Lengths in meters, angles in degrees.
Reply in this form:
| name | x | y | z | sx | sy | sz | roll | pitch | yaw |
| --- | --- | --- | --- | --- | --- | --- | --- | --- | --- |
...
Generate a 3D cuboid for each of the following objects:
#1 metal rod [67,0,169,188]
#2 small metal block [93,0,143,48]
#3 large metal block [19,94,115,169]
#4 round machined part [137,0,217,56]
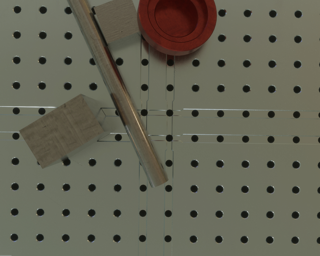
| name | x | y | z | sx | sy | sz | roll | pitch | yaw |
| --- | --- | --- | --- | --- | --- | --- | --- | --- | --- |
| metal rod | -0.061 | -0.062 | 0.412 | 0.025 | 0.025 | 0.299 | -24 | 90 | 0 |
| small metal block | -0.054 | -0.141 | 0.413 | 0.050 | 0.025 | 0.050 | -21 | 90 | 0 |
| large metal block | -0.110 | 0.003 | 0.385 | 0.080 | 0.080 | 0.050 | -31 | 90 | 0 |
| round machined part | 0.019 | -0.141 | 0.399 | 0.099 | 0.042 | 0.097 | 0 | 87 | -10 |
